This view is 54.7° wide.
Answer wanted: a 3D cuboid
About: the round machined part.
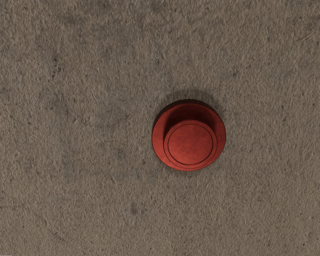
[{"bbox_3d":[0.038,0.014,0.407,0.099,0.042,0.097,0,110,-1],"label":"round machined part"}]
